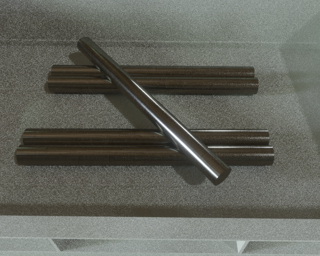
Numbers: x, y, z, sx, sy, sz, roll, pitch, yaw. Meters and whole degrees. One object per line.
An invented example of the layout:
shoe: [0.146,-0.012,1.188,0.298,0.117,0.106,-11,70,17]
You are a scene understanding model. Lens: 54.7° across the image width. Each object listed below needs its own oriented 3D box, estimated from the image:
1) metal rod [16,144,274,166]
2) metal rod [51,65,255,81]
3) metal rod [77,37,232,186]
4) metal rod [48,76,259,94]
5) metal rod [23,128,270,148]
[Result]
metal rod: [-0.017,0.033,0.375,0.302,0.025,0.025,0,50,0]
metal rod: [-0.010,-0.082,0.472,0.302,0.025,0.025,1,50,0]
metal rod: [-0.025,-0.039,0.404,0.025,0.025,0.300,-31,57,-23]
metal rod: [-0.010,-0.063,0.456,0.302,0.025,0.025,1,50,0]
metal rod: [-0.017,0.013,0.391,0.302,0.025,0.025,0,50,0]
